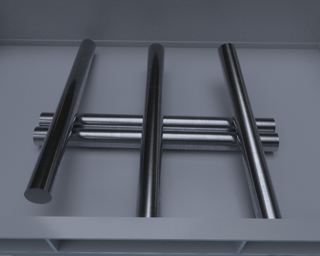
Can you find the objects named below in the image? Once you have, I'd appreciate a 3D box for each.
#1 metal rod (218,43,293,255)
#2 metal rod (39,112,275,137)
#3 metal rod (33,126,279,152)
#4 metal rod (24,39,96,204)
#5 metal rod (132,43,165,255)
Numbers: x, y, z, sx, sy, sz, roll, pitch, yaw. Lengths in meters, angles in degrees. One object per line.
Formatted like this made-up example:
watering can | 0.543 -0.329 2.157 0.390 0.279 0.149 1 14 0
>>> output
metal rod | 0.105 0.015 0.363 0.025 0.025 0.299 -3 58 -3
metal rod | -0.004 -0.005 0.408 0.302 0.025 0.025 1 50 0
metal rod | -0.005 0.014 0.392 0.302 0.025 0.025 1 50 0
metal rod | -0.116 -0.036 0.401 0.025 0.025 0.300 0 42 -1
metal rod | -0.009 -0.003 0.374 0.025 0.025 0.300 1 50 1
